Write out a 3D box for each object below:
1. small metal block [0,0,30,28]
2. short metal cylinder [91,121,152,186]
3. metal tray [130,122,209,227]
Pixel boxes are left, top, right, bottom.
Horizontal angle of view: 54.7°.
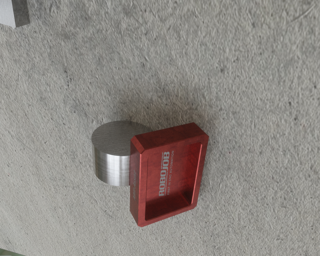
[{"bbox_3d":[-0.205,-0.167,0.412,0.050,0.025,0.050,19,126,17],"label":"small metal block"},{"bbox_3d":[-0.050,0.032,0.418,0.080,0.080,0.050,17,125,18],"label":"short metal cylinder"},{"bbox_3d":[0.009,0.062,0.398,0.030,0.091,0.129,49,144,47],"label":"metal tray"}]
